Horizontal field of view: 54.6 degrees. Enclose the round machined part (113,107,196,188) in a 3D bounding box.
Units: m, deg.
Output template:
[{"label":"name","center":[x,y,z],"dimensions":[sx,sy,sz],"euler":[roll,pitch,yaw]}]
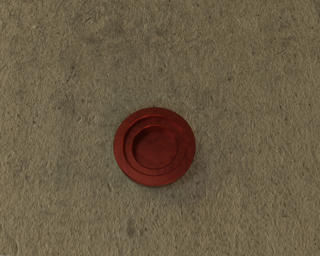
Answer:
[{"label":"round machined part","center":[-0.006,0.027,0.389],"dimensions":[0.099,0.042,0.098],"euler":[0,70,0]}]
